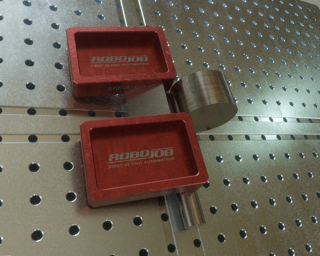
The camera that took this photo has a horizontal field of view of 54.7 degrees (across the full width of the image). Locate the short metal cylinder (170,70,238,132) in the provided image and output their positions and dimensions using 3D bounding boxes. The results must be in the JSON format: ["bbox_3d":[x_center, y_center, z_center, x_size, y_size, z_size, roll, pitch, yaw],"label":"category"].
[{"bbox_3d":[0.058,-0.034,0.421,0.081,0.080,0.050,0,62,-28],"label":"short metal cylinder"}]

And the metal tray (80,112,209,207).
[{"bbox_3d":[-0.020,0.032,0.352,0.131,0.030,0.090,-6,64,-17],"label":"metal tray"}]

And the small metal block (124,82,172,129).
[{"bbox_3d":[-0.015,-0.026,0.398,0.050,0.025,0.050,-13,65,0],"label":"small metal block"}]

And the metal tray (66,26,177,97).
[{"bbox_3d":[-0.052,-0.090,0.410,0.131,0.030,0.090,-6,64,-17],"label":"metal tray"}]

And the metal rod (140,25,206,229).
[{"bbox_3d":[0.008,-0.019,0.419,0.025,0.025,0.299,0,62,-28],"label":"metal rod"}]
